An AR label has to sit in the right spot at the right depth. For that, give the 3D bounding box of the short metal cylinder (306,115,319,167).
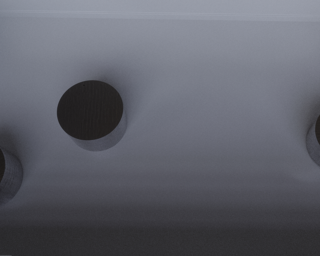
[{"bbox_3d":[0.231,0.013,0.386,0.080,0.050,0.080,-4,69,11],"label":"short metal cylinder"}]

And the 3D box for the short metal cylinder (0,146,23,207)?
[{"bbox_3d":[-0.216,0.056,0.373,0.081,0.050,0.080,0,70,0],"label":"short metal cylinder"}]

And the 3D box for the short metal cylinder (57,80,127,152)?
[{"bbox_3d":[-0.085,-0.015,0.401,0.081,0.050,0.080,0,70,0],"label":"short metal cylinder"}]
